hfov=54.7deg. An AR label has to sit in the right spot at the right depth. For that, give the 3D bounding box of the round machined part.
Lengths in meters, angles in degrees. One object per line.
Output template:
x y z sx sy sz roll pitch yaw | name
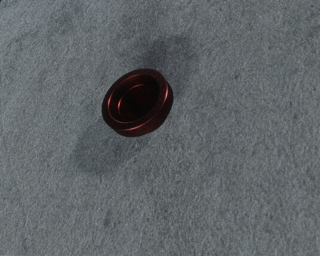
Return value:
-0.027 -0.030 0.424 0.098 0.042 0.098 -13 56 20 | round machined part
